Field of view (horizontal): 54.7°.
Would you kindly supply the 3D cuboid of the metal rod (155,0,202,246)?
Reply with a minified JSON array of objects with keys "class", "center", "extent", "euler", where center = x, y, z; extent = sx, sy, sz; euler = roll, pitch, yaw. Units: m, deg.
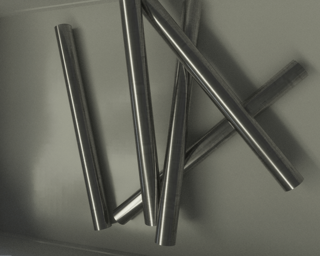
[{"class":"metal rod","center":[0.024,-0.011,0.382],"extent":[0.025,0.025,0.298],"euler":[5,84,20]}]

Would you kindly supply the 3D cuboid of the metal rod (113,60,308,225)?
[{"class":"metal rod","center":[0.052,0.027,0.391],"extent":[0.299,0.025,0.025],"euler":[-42,77,15]}]

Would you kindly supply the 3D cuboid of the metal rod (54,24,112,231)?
[{"class":"metal rod","center":[-0.112,-0.004,0.450],"extent":[0.025,0.025,0.298],"euler":[-14,85,19]}]

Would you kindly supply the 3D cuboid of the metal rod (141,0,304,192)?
[{"class":"metal rod","center":[0.056,-0.056,0.358],"extent":[0.025,0.025,0.299],"euler":[-40,82,16]}]

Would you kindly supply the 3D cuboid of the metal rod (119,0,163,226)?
[{"class":"metal rod","center":[-0.022,-0.028,0.371],"extent":[0.025,0.025,0.298],"euler":[-3,99,20]}]
